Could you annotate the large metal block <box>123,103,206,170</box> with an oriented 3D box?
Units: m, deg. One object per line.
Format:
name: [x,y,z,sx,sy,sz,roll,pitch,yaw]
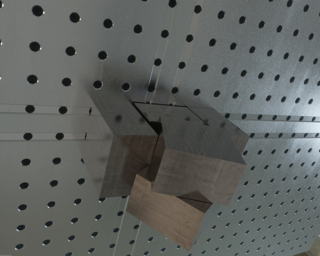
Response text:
large metal block: [0.003,0.017,0.406,0.081,0.050,0.079,3,117,-30]

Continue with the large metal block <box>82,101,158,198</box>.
large metal block: [-0.051,0.023,0.363,0.050,0.080,0.079,2,118,-30]

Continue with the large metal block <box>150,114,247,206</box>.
large metal block: [0.035,0.032,0.333,0.081,0.080,0.050,13,113,-10]

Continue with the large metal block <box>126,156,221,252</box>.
large metal block: [0.022,0.077,0.350,0.080,0.080,0.050,-24,136,-57]

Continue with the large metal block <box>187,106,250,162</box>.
large metal block: [0.065,0.025,0.428,0.050,0.080,0.079,4,117,-31]
